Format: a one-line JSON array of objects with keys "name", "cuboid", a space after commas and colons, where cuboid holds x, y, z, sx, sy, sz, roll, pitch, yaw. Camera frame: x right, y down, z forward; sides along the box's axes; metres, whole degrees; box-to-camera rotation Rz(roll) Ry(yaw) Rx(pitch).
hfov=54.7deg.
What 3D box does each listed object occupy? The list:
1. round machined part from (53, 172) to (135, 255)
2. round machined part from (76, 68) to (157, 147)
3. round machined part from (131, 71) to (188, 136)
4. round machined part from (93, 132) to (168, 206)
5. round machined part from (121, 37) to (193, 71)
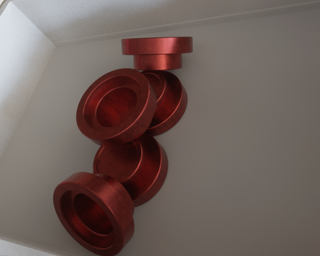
[{"name": "round machined part", "cuboid": [-0.069, 0.091, 0.348, 0.098, 0.097, 0.042, 7, 27, 30]}, {"name": "round machined part", "cuboid": [-0.048, -0.021, 0.374, 0.098, 0.042, 0.098, -13, 56, 20]}, {"name": "round machined part", "cuboid": [-0.016, -0.040, 0.424, 0.098, 0.042, 0.098, -13, 56, 20]}, {"name": "round machined part", "cuboid": [-0.043, 0.046, 0.385, 0.098, 0.042, 0.098, -13, 56, 20]}, {"name": "round machined part", "cuboid": [-0.004, -0.104, 0.434, 0.098, 0.099, 0.042, 8, 108, 31]}]
